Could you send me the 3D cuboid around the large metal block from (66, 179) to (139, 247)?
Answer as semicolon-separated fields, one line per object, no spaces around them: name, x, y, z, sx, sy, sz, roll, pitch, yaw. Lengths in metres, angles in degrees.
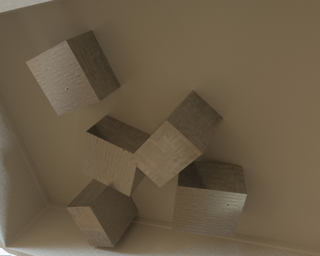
large metal block;-0.089;0.131;0.499;0.050;0.080;0.080;-11;113;32

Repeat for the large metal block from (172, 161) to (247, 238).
large metal block;0.061;0.092;0.402;0.080;0.050;0.079;6;123;3

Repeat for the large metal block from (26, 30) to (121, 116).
large metal block;-0.112;-0.070;0.406;0.080;0.050;0.080;-14;111;33

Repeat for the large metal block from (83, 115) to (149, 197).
large metal block;-0.061;0.040;0.447;0.080;0.050;0.079;24;127;13

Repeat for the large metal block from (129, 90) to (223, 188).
large metal block;0.020;0.012;0.369;0.050;0.080;0.080;43;129;-1
